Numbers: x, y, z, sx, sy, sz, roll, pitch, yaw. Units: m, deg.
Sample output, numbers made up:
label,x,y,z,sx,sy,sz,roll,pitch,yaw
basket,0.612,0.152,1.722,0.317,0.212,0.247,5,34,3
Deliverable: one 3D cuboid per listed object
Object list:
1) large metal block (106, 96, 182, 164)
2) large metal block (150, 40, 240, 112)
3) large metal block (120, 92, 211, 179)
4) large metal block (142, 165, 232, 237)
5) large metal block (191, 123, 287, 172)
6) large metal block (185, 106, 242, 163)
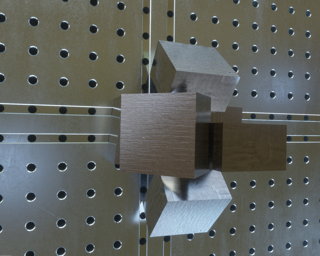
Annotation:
label,x,y,z,sx,sy,sz,roll,pitch,yaw
large metal block,-0.019,0.006,0.393,0.081,0.050,0.080,7,88,-20
large metal block,0.040,-0.066,0.390,0.081,0.080,0.050,2,128,-20
large metal block,0.007,0.006,0.324,0.080,0.050,0.080,1,90,25
large metal block,0.030,0.091,0.388,0.081,0.050,0.079,2,134,-20
large metal block,0.087,0.020,0.362,0.081,0.080,0.050,2,89,-20
large metal block,0.062,0.010,0.421,0.081,0.050,0.080,3,89,-20
